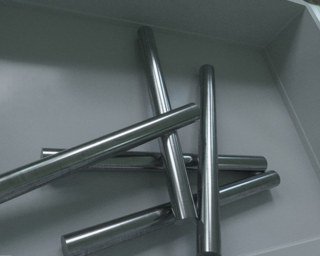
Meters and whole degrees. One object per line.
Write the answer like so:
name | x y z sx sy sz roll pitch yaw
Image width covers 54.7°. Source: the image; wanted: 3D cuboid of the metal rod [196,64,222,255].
metal rod | 0.062 0.016 0.404 0.025 0.025 0.300 22 46 -15

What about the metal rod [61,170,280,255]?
metal rod | 0.038 0.093 0.369 0.303 0.025 0.025 -9 66 -32

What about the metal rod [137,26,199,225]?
metal rod | 0.002 -0.026 0.400 0.025 0.025 0.299 6 53 -25

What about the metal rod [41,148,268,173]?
metal rod | 0.013 0.043 0.386 0.303 0.025 0.025 4 60 -26

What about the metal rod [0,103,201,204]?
metal rod | -0.078 0.028 0.313 0.302 0.025 0.025 -22 74 -31
